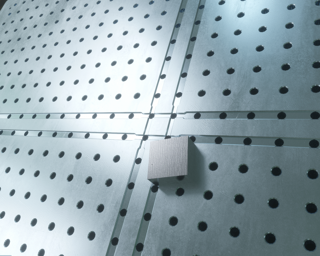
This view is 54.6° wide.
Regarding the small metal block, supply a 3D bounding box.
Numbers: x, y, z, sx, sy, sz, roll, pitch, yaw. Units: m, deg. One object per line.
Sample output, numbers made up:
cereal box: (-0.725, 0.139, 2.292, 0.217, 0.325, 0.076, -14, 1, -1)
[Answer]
small metal block: (0.014, 0.040, 0.377, 0.050, 0.025, 0.050, -10, 57, 23)
